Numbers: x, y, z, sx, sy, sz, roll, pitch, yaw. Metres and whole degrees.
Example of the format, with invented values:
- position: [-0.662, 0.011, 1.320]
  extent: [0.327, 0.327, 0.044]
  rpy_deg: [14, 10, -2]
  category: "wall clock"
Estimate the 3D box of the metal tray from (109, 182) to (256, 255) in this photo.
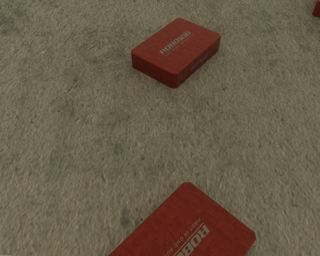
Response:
- position: [0.017, 0.124, 0.296]
  extent: [0.090, 0.030, 0.131]
  rpy_deg: [36, 58, 26]
  category: "metal tray"

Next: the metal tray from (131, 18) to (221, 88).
- position: [0.028, -0.127, 0.507]
  extent: [0.090, 0.030, 0.131]
  rpy_deg: [31, 56, 23]
  category: "metal tray"

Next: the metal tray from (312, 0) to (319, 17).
- position: [0.377, -0.238, 0.605]
  extent: [0.130, 0.030, 0.090]
  rpy_deg: [21, 53, 16]
  category: "metal tray"
